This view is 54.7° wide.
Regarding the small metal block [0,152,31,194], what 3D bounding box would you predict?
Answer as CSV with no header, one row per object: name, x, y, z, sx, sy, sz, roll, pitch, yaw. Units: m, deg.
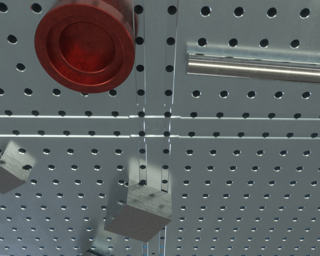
small metal block,-0.236,0.069,0.467,0.050,0.025,0.050,-26,126,20

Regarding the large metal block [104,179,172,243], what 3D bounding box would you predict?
large metal block,-0.036,0.139,0.513,0.080,0.050,0.080,25,126,-20

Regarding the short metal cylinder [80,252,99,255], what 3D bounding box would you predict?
short metal cylinder,-0.142,0.301,0.630,0.080,0.080,0.050,-37,121,27

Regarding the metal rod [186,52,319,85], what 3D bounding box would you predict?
metal rod,0.181,-0.063,0.360,0.302,0.025,0.025,4,130,-4

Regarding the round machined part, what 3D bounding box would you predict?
round machined part,-0.075,-0.088,0.325,0.099,0.042,0.097,-1,130,0
